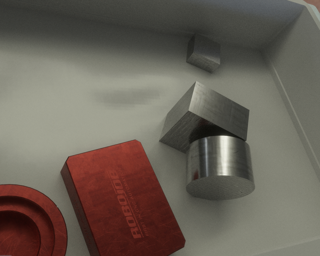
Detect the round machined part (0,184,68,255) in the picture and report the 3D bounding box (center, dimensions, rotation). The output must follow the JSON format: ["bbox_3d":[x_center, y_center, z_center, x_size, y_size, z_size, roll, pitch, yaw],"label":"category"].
[{"bbox_3d":[-0.133,0.101,0.262,0.099,0.042,0.098,14,56,-21],"label":"round machined part"}]

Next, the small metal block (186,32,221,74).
[{"bbox_3d":[0.074,-0.127,0.525,0.050,0.025,0.050,20,54,-17],"label":"small metal block"}]

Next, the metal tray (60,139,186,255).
[{"bbox_3d":[-0.040,0.083,0.331,0.091,0.030,0.130,-14,69,-34],"label":"metal tray"}]

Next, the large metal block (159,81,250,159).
[{"bbox_3d":[0.057,-0.003,0.404,0.080,0.080,0.050,27,52,-12],"label":"large metal block"}]

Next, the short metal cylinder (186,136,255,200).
[{"bbox_3d":[0.072,0.051,0.380,0.081,0.080,0.050,16,55,-20],"label":"short metal cylinder"}]
